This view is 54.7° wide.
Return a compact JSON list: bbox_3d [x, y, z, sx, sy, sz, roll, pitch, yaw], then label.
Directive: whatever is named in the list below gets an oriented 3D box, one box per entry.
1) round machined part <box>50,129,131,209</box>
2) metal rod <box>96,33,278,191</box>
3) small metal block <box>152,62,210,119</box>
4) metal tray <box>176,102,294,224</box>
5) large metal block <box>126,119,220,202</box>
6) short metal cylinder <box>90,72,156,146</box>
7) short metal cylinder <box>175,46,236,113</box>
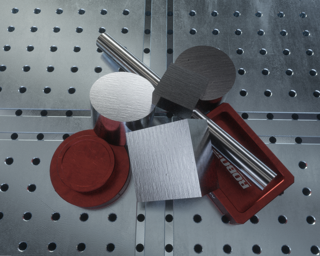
[{"bbox_3d":[-0.086,0.047,0.380,0.099,0.042,0.098,0,70,0],"label":"round machined part"},{"bbox_3d":[0.018,-0.034,0.394,0.025,0.025,0.300,-41,66,-14],"label":"metal rod"},{"bbox_3d":[0.024,-0.043,0.368,0.050,0.025,0.050,25,64,9],"label":"small metal block"},{"bbox_3d":[0.088,0.042,0.390,0.090,0.030,0.130,-35,74,-12],"label":"metal tray"},{"bbox_3d":[0.014,0.037,0.353,0.080,0.050,0.080,-13,84,30],"label":"large metal block"},{"bbox_3d":[-0.047,-0.025,0.391,0.081,0.050,0.080,5,53,-6],"label":"short metal cylinder"},{"bbox_3d":[0.057,-0.063,0.418,0.081,0.050,0.080,0,70,0],"label":"short metal cylinder"}]
